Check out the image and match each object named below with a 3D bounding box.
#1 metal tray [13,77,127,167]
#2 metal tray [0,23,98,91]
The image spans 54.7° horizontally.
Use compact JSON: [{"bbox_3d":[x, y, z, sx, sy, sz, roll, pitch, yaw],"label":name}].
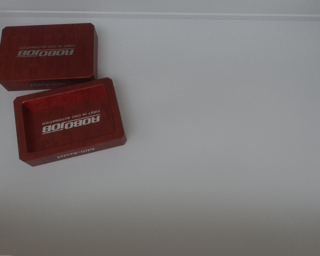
[{"bbox_3d":[-0.118,-0.009,0.409,0.131,0.030,0.090,-13,71,-5],"label":"metal tray"},{"bbox_3d":[-0.158,-0.102,0.443,0.131,0.030,0.090,-3,70,-1],"label":"metal tray"}]
